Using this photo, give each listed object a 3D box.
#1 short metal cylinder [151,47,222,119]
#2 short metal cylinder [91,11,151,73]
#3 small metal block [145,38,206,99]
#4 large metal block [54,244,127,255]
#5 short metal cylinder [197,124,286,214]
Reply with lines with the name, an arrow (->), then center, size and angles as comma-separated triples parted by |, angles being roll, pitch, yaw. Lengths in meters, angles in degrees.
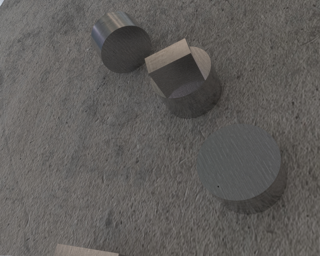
short metal cylinder -> 0.035, -0.059, 0.406 | 0.080, 0.050, 0.080 | -13, 56, 21
short metal cylinder -> -0.060, -0.132, 0.482 | 0.080, 0.080, 0.050 | -37, 51, 4
small metal block -> 0.018, -0.067, 0.355 | 0.050, 0.050, 0.025 | -24, 53, 14
large metal block -> -0.073, 0.171, 0.321 | 0.080, 0.050, 0.080 | -3, 60, 27
short metal cylinder -> 0.084, 0.042, 0.318 | 0.080, 0.050, 0.080 | -13, 56, 21
